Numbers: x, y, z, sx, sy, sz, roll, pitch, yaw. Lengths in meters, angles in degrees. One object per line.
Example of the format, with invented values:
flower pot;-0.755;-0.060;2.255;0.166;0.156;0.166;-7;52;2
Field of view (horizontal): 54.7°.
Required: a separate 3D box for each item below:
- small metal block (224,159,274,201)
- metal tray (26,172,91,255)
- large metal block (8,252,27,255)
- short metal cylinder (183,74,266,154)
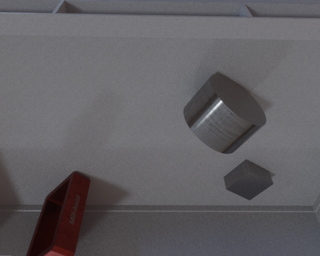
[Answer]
small metal block;0.137;0.081;0.481;0.050;0.025;0.050;28;125;-22
metal tray;-0.150;0.139;0.457;0.030;0.130;0.090;35;122;-26
large metal block;-0.272;0.303;0.629;0.080;0.080;0.050;-10;130;8
short metal cylinder;0.075;-0.017;0.360;0.080;0.080;0.050;26;125;-21
